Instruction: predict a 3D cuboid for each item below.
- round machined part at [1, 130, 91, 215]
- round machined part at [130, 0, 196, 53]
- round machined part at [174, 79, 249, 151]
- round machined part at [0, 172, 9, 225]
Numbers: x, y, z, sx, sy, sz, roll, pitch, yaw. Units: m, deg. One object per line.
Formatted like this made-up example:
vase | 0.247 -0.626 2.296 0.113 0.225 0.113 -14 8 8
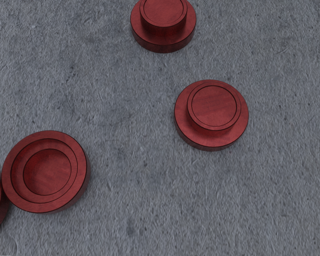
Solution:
round machined part | -0.134 0.055 0.378 0.099 0.042 0.098 0 70 0
round machined part | 0.005 -0.164 0.459 0.099 0.042 0.098 0 70 0
round machined part | 0.068 -0.022 0.407 0.099 0.042 0.098 0 70 0
round machined part | -0.227 0.089 0.365 0.099 0.042 0.098 0 70 0
